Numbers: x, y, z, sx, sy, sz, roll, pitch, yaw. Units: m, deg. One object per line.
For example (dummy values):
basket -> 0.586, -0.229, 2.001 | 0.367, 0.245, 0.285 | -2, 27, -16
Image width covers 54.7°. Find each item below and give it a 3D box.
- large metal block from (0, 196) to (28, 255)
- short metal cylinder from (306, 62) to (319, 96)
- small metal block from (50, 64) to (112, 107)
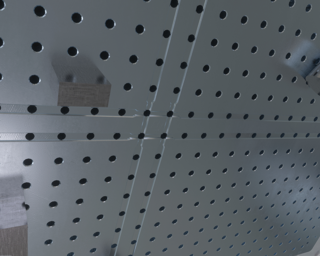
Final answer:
large metal block -> -0.203, 0.134, 0.367 | 0.081, 0.050, 0.079 | -3, 120, -27
short metal cylinder -> 0.279, -0.074, 0.482 | 0.050, 0.080, 0.080 | -49, 129, 6
small metal block -> -0.084, -0.044, 0.322 | 0.050, 0.050, 0.025 | -1, 119, -28
